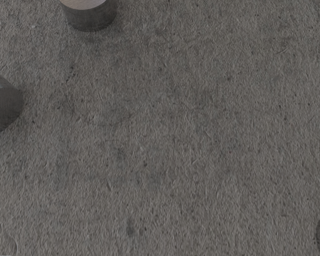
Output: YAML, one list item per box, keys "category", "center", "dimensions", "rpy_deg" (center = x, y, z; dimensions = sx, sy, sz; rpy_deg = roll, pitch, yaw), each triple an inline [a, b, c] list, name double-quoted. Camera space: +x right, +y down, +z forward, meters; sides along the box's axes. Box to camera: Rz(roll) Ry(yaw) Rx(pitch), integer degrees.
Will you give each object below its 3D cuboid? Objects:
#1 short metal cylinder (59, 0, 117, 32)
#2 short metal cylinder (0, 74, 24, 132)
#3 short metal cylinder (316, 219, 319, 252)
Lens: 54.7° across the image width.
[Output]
- category: "short metal cylinder"
  center: [-0.108, -0.192, 0.464]
  dimensions: [0.081, 0.050, 0.080]
  rpy_deg: [0, 70, 0]
- category: "short metal cylinder"
  center: [-0.223, -0.033, 0.389]
  dimensions: [0.050, 0.080, 0.080]
  rpy_deg: [39, 75, 13]
- category: "short metal cylinder"
  center: [0.228, 0.127, 0.350]
  dimensions: [0.081, 0.050, 0.080]
  rpy_deg: [0, 70, 0]
